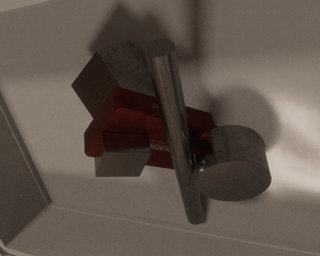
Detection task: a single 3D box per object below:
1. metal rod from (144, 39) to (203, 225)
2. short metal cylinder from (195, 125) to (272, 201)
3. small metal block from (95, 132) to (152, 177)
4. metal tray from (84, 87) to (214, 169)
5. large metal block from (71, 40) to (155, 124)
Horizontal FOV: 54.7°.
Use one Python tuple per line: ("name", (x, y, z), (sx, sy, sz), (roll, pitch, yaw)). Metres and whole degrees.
("metal rod", (0.026, 0.035, 0.355), (0.025, 0.025, 0.299), (10, 142, 22))
("short metal cylinder", (0.081, 0.042, 0.356), (0.080, 0.050, 0.080), (2, 137, 2))
("small metal block", (-0.042, 0.030, 0.340), (0.050, 0.025, 0.050), (3, 141, -20))
("metal tray", (-0.011, 0.007, 0.365), (0.131, 0.030, 0.090), (13, 137, -31))
("large metal block", (-0.051, -0.045, 0.374), (0.080, 0.050, 0.080), (-32, 91, 49))
